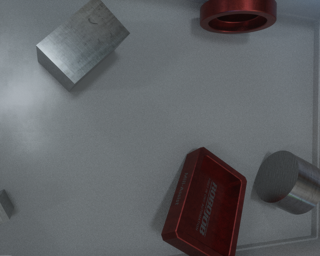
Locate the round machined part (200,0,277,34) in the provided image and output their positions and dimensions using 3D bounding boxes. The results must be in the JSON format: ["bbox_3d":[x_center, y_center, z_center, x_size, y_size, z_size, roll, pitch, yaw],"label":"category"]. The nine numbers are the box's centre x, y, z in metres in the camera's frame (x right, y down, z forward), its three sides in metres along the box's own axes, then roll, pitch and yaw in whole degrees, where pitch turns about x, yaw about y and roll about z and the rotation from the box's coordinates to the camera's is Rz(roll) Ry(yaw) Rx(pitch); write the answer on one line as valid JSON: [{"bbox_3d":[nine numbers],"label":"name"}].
[{"bbox_3d":[0.103,-0.160,0.411,0.099,0.098,0.042,0,91,-20],"label":"round machined part"}]

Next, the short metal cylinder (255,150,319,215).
[{"bbox_3d":[0.187,0.079,0.453,0.050,0.080,0.080,27,81,-19],"label":"short metal cylinder"}]

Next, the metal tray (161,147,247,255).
[{"bbox_3d":[0.063,0.101,0.402,0.090,0.030,0.130,36,51,-17],"label":"metal tray"}]

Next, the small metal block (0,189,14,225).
[{"bbox_3d":[-0.188,0.093,0.328,0.050,0.050,0.025,-26,99,-18],"label":"small metal block"}]

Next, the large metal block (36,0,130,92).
[{"bbox_3d":[-0.089,-0.090,0.349,0.080,0.080,0.050,-47,105,-14],"label":"large metal block"}]
